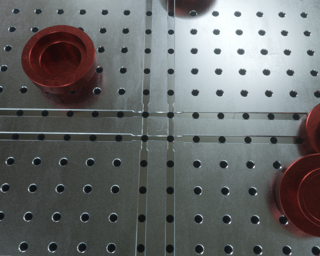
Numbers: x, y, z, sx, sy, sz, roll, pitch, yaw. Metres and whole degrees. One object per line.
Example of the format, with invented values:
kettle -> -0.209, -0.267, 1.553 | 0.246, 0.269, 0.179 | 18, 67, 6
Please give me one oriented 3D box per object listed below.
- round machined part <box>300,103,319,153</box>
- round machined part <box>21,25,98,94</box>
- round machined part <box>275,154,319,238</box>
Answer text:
round machined part -> 0.240, 0.006, 0.402 | 0.099, 0.042, 0.098 | 0, 70, 0
round machined part -> -0.137, -0.092, 0.436 | 0.099, 0.042, 0.098 | 0, 70, 0
round machined part -> 0.190, 0.079, 0.361 | 0.098, 0.042, 0.098 | -1, 84, 8
